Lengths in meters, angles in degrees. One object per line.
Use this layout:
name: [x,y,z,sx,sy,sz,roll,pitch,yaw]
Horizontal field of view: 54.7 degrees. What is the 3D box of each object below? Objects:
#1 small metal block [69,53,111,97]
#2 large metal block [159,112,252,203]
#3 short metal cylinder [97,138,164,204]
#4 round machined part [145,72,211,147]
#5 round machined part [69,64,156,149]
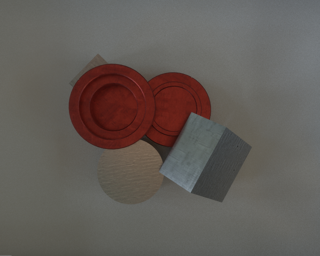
small metal block: [-0.083,-0.063,0.396,0.025,0.050,0.050,44,90,-1]
large metal block: [0.058,0.038,0.376,0.050,0.080,0.080,28,89,40]
short metal cylinder: [-0.035,0.052,0.397,0.081,0.050,0.079,0,90,-1]
round machined part: [0.017,-0.024,0.400,0.099,0.042,0.097,0,90,-1]
round machined part: [-0.054,-0.025,0.371,0.099,0.042,0.097,0,90,-1]
